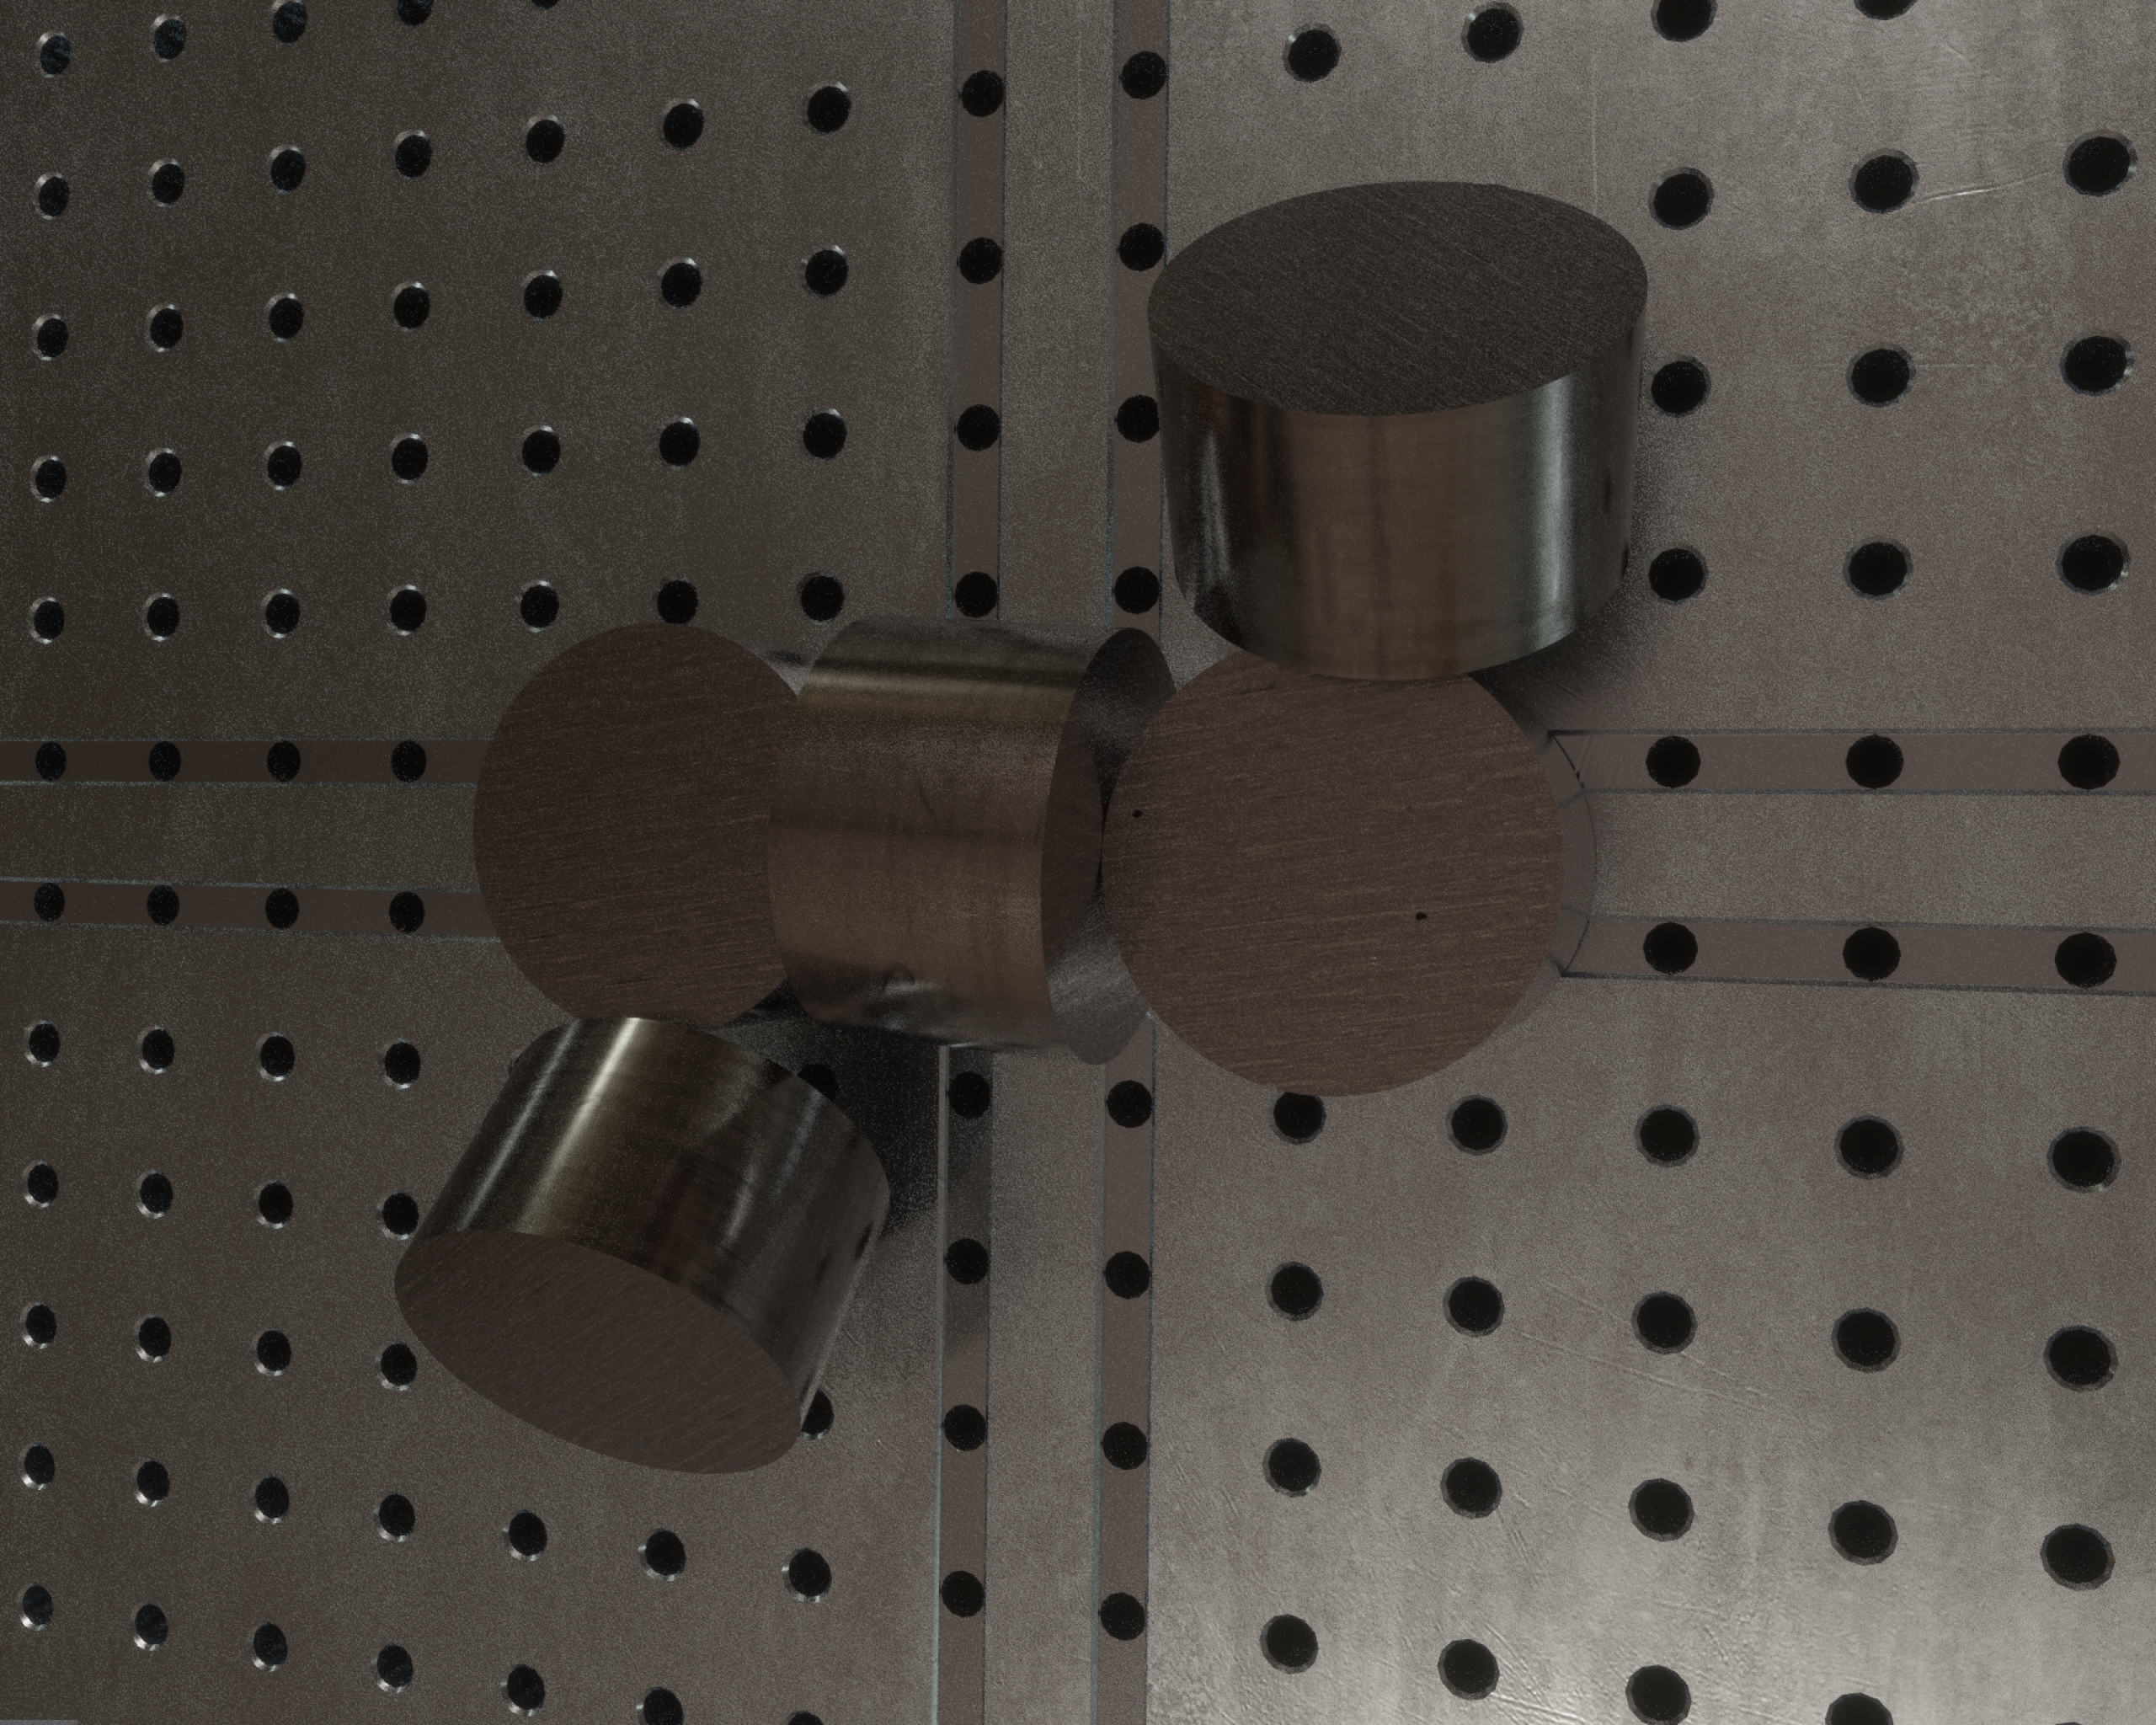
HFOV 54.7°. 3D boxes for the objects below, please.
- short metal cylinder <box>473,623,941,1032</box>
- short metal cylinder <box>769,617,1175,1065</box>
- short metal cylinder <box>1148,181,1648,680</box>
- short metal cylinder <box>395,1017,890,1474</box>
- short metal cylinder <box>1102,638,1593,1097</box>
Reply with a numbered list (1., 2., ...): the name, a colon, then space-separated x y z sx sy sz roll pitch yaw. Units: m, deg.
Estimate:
1. short metal cylinder: -0.073 -0.006 0.423 0.080 0.050 0.079 0 90 19
2. short metal cylinder: -0.016 -0.005 0.388 0.050 0.080 0.079 5 92 19
3. short metal cylinder: 0.054 -0.075 0.357 0.080 0.080 0.050 9 135 19
4. short metal cylinder: -0.083 0.075 0.405 0.080 0.050 0.080 11 137 11
5. short metal cylinder: 0.051 0.000 0.380 0.080 0.050 0.079 0 90 19
